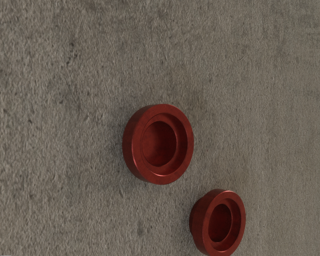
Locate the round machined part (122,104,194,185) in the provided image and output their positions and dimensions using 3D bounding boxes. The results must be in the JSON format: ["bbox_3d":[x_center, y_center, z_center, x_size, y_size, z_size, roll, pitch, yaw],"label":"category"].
[{"bbox_3d":[-0.006,0.020,0.388,0.099,0.042,0.097,0,90,-40],"label":"round machined part"}]

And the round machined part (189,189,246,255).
[{"bbox_3d":[0.082,0.140,0.462,0.099,0.042,0.097,0,90,-40],"label":"round machined part"}]
